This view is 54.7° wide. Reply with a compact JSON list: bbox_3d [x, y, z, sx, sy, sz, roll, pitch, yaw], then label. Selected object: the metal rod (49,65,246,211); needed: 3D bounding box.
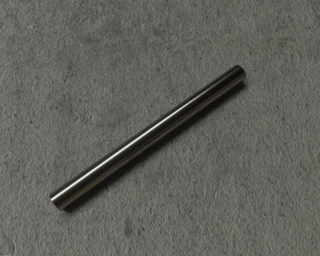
[{"bbox_3d":[-0.006,0.006,0.408,0.301,0.025,0.025,-35,74,-12],"label":"metal rod"}]
